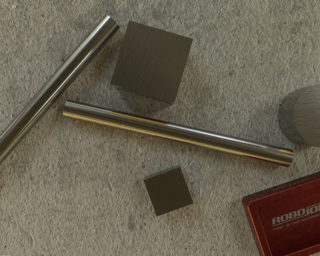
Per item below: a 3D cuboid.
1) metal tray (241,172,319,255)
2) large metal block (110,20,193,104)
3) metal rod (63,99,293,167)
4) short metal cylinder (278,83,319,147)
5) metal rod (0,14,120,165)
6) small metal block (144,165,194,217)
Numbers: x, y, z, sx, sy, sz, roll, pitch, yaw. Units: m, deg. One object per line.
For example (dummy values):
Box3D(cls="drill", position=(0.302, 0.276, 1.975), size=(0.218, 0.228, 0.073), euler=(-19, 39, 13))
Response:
Box3D(cls="metal tray", position=(0.186, 0.117, 0.410), size=(0.131, 0.030, 0.090), euler=(-18, 90, -1))
Box3D(cls="large metal block", position=(-0.010, -0.081, 0.397), size=(0.080, 0.050, 0.080), euler=(16, 90, -1))
Box3D(cls="metal rod", position=(0.024, 0.007, 0.410), size=(0.302, 0.025, 0.025), euler=(13, 90, -1))
Box3D(cls="short metal cylinder", position=(0.202, -0.016, 0.400), size=(0.081, 0.050, 0.079), euler=(0, 90, -1))
Box3D(cls="metal rod", position=(-0.161, -0.028, 0.407), size=(0.025, 0.025, 0.300), euler=(41, 90, -1))
Box3D(cls="small metal block", position=(0.011, 0.082, 0.410), size=(0.050, 0.025, 0.050), euler=(-20, 90, -1))
